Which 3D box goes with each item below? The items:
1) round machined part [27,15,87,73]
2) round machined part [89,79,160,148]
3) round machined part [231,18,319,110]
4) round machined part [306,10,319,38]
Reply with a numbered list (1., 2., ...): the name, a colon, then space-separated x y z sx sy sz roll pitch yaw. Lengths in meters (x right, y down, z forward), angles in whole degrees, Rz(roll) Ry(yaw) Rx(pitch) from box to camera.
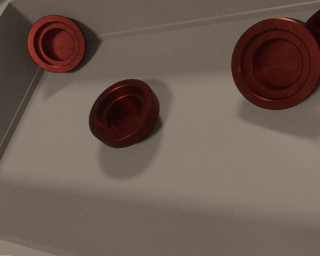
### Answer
1. round machined part: -0.180 -0.149 0.555 0.098 0.098 0.042 -36 12 4
2. round machined part: -0.045 -0.016 0.427 0.098 0.042 0.098 -13 56 20
3. round machined part: 0.134 -0.072 0.346 0.098 0.097 0.042 21 29 35
4. round machined part: 0.209 -0.112 0.326 0.098 0.098 0.042 -23 82 14
